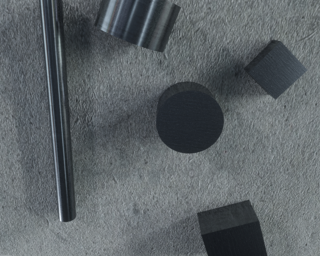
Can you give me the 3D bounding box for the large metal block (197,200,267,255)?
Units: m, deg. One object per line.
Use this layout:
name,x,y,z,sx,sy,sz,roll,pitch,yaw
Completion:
large metal block,0.107,0.163,0.457,0.080,0.050,0.080,-16,110,5

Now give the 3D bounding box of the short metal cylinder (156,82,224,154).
short metal cylinder,0.036,-0.014,0.391,0.081,0.050,0.079,0,110,0

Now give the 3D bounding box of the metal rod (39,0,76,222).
metal rod,-0.131,-0.009,0.405,0.025,0.025,0.298,2,110,-1

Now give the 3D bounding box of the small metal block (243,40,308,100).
small metal block,0.142,-0.072,0.384,0.050,0.025,0.050,41,105,-14

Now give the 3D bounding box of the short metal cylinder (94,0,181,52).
short metal cylinder,-0.024,-0.121,0.335,0.080,0.080,0.050,20,109,-8
